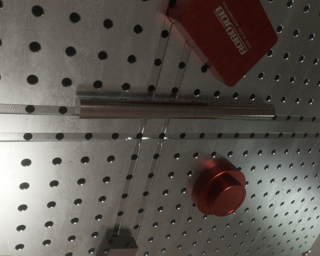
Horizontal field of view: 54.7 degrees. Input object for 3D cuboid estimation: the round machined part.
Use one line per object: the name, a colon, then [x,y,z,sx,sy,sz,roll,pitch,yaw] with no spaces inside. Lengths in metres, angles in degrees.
round machined part: [0.108,0.113,0.532,0.099,0.042,0.097,-14,125,-21]

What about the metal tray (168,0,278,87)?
metal tray: [0.081,-0.123,0.378,0.090,0.030,0.130,-46,130,4]

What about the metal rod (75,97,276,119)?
metal rod: [0.041,-0.025,0.420,0.303,0.025,0.025,-1,119,-29]

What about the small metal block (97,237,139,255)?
small metal block: [-0.070,0.204,0.501,0.050,0.025,0.050,14,111,-35]
